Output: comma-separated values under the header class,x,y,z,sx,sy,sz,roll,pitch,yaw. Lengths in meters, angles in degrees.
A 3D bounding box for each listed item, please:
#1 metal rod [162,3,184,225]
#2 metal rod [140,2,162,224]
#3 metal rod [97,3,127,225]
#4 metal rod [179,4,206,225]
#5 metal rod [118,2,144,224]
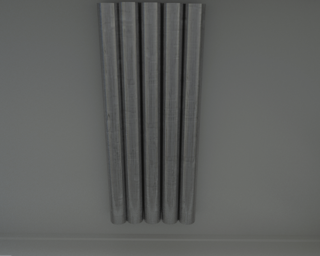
class,x,y,z,sx,sy,sz,roll,pitch,yaw
metal rod,0.015,-0.004,0.408,0.025,0.025,0.298,0,110,0
metal rod,-0.011,-0.005,0.408,0.025,0.025,0.298,0,110,0
metal rod,-0.060,-0.004,0.408,0.025,0.025,0.298,0,110,0
metal rod,0.040,-0.004,0.409,0.025,0.025,0.298,0,110,0
metal rod,-0.036,-0.005,0.408,0.025,0.025,0.298,0,110,0
